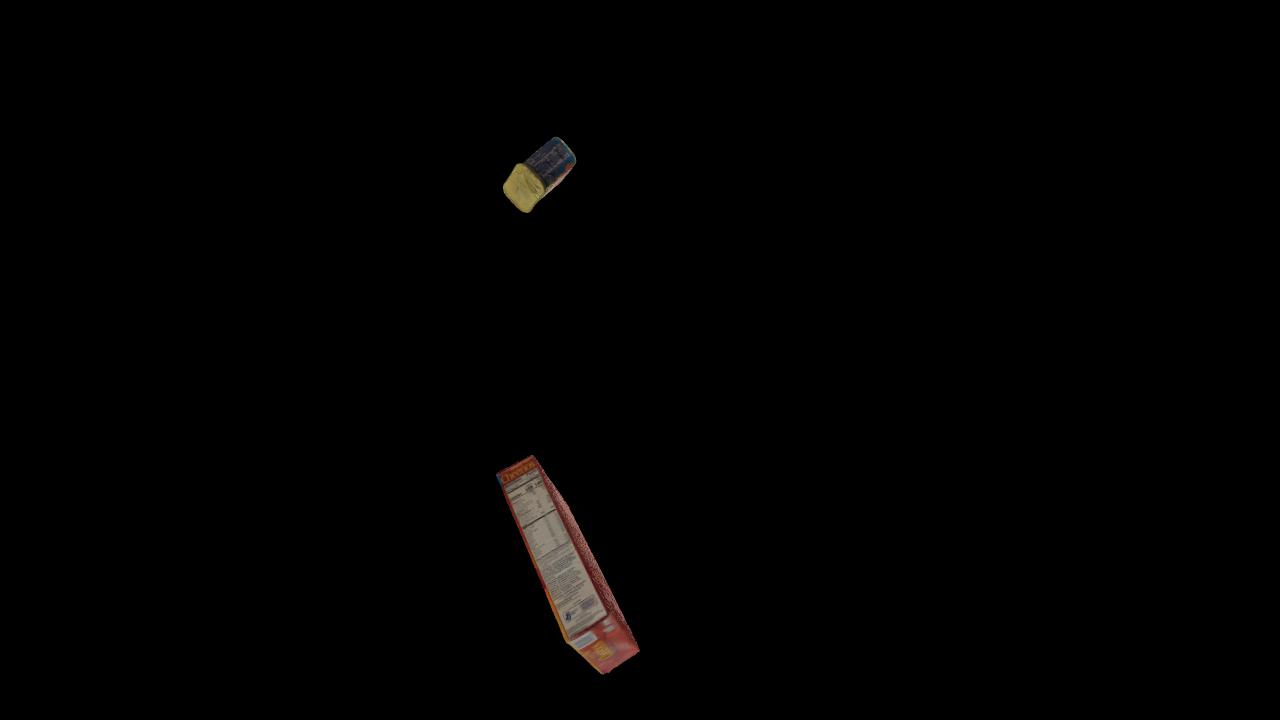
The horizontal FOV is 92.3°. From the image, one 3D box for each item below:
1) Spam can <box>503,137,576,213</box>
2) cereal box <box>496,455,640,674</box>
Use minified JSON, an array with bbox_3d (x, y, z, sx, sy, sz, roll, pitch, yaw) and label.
[{"bbox_3d":[-0.156,-0.289,0.958,0.085,0.058,0.101,-51,15,-28],"label":"Spam can"},{"bbox_3d":[-0.118,0.324,0.988,0.081,0.306,0.203,-29,-39,-9],"label":"cereal box"}]
